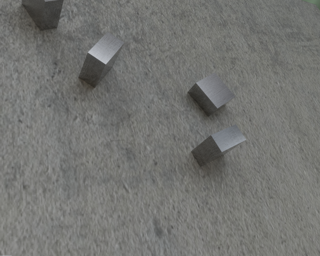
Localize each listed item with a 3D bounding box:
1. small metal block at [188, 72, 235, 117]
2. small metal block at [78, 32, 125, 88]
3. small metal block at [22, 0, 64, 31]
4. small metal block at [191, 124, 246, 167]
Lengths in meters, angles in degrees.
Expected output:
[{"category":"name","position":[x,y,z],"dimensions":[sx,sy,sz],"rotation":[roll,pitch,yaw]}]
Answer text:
[{"category":"small metal block","position":[0.080,-0.053,0.481],"dimensions":[0.050,0.025,0.050],"rotation":[-32,80,-38]},{"category":"small metal block","position":[-0.076,-0.088,0.402],"dimensions":[0.025,0.050,0.050],"rotation":[34,51,-7]},{"category":"small metal block","position":[-0.155,-0.166,0.406],"dimensions":[0.025,0.050,0.050],"rotation":[-27,77,-37]},{"category":"small metal block","position":[0.079,0.024,0.418],"dimensions":[0.050,0.050,0.025],"rotation":[-20,73,-36]}]
